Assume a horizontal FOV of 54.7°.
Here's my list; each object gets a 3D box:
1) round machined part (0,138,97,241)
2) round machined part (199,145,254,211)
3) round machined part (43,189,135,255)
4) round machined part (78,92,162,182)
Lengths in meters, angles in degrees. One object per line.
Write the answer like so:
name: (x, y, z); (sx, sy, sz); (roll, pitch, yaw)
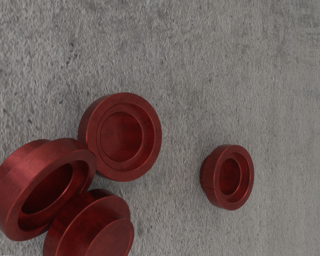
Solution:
round machined part: (-0.108, 0.049, 0.282); (0.098, 0.042, 0.098); (-47, 159, -24)
round machined part: (0.099, 0.074, 0.476); (0.099, 0.042, 0.097); (0, 90, -40)
round machined part: (-0.065, 0.116, 0.319); (0.099, 0.042, 0.097); (-28, 128, -43)
round machined part: (-0.048, 0.010, 0.353); (0.099, 0.042, 0.097); (0, 90, -40)
